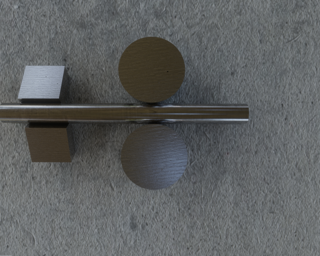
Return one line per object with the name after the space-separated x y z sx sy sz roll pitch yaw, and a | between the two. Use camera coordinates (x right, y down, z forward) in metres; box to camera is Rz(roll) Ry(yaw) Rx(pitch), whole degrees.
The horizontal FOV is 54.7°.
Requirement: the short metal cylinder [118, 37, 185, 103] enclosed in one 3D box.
-0.010 -0.071 0.398 0.081 0.050 0.079 0 90 0 | short metal cylinder

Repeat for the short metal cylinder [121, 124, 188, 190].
-0.007 0.035 0.398 0.081 0.050 0.079 0 90 0 | short metal cylinder

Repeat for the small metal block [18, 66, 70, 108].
-0.148 -0.053 0.400 0.050 0.025 0.050 0 63 0 | small metal block

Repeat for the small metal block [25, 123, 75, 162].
-0.140 0.016 0.400 0.050 0.025 0.050 0 117 -1 | small metal block

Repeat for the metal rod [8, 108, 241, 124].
-0.044 -0.018 0.411 0.302 0.025 0.025 0 90 0 | metal rod

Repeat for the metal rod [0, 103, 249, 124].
-0.043 -0.018 0.386 0.302 0.025 0.025 0 90 0 | metal rod
